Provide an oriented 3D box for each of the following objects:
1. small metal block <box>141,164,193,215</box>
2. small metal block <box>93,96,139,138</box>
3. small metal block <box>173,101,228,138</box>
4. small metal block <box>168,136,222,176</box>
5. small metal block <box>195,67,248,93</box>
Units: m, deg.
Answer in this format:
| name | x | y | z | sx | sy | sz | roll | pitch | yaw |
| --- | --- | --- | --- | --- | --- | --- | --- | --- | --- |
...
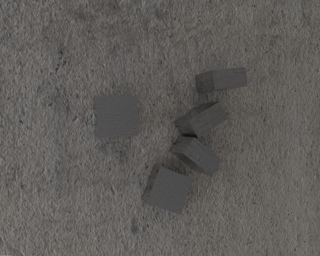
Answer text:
| name | x | y | z | sx | sy | sz | roll | pitch | yaw |
| --- | --- | --- | --- | --- | --- | --- | --- | --- | --- |
| small metal block | 0.009 | 0.081 | 0.413 | 0.050 | 0.025 | 0.050 | 23 | 82 | -19 |
| small metal block | -0.056 | -0.014 | 0.388 | 0.050 | 0.025 | 0.050 | -3 | 91 | -20 |
| small metal block | 0.053 | -0.011 | 0.415 | 0.050 | 0.050 | 0.025 | -32 | 101 | -17 |
| small metal block | 0.046 | 0.036 | 0.413 | 0.050 | 0.050 | 0.025 | 39 | 78 | -16 |
| small metal block | 0.083 | -0.065 | 0.426 | 0.050 | 0.050 | 0.025 | -8 | 93 | -20 |
